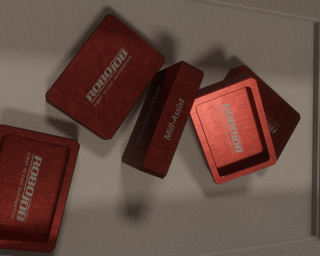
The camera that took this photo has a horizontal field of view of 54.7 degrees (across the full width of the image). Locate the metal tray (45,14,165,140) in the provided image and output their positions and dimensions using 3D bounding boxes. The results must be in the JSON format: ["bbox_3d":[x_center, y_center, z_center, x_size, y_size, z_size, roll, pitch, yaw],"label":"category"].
[{"bbox_3d":[-0.066,-0.061,0.384,0.090,0.030,0.130,37,78,-17],"label":"metal tray"}]

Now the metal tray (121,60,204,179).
[{"bbox_3d":[0.000,-0.010,0.376,0.030,0.090,0.130,24,82,-19],"label":"metal tray"}]

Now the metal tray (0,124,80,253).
[{"bbox_3d":[-0.152,0.068,0.352,0.091,0.030,0.129,14,85,-20],"label":"metal tray"}]

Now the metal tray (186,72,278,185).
[{"bbox_3d":[0.095,0.003,0.412,0.090,0.030,0.129,-21,111,3],"label":"metal tray"}]

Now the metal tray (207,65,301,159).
[{"bbox_3d":[0.139,-0.019,0.461,0.130,0.030,0.090,37,78,-17],"label":"metal tray"}]
